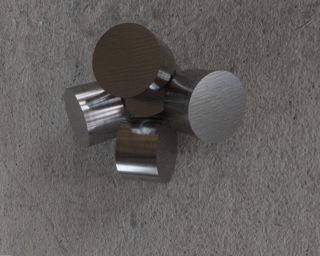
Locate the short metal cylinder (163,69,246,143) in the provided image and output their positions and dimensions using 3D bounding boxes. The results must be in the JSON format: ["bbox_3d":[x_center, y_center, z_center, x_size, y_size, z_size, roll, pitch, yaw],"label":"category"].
[{"bbox_3d":[0.051,-0.027,0.356,0.050,0.081,0.079,22,99,57],"label":"short metal cylinder"}]

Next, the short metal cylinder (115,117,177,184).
[{"bbox_3d":[-0.014,0.026,0.384,0.050,0.080,0.079,2,91,20],"label":"short metal cylinder"}]

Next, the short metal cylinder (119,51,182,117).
[{"bbox_3d":[-0.009,-0.054,0.399,0.080,0.050,0.079,0,90,19],"label":"short metal cylinder"}]

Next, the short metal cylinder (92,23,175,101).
[{"bbox_3d":[-0.028,-0.072,0.352,0.080,0.050,0.079,0,90,19],"label":"short metal cylinder"}]

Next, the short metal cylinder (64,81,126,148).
[{"bbox_3d":[-0.086,-0.019,0.405,0.080,0.050,0.079,39,139,45],"label":"short metal cylinder"}]
